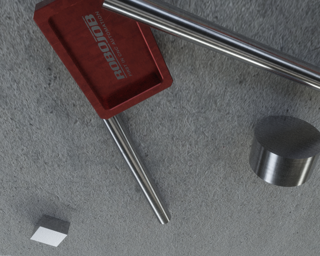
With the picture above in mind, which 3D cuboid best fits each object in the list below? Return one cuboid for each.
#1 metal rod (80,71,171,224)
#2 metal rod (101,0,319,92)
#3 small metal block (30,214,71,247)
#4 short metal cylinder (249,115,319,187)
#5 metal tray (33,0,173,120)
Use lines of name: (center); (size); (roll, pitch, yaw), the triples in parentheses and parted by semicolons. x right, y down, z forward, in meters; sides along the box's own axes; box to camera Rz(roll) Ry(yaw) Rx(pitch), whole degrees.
metal rod: (-0.037, 0.048, 0.447); (0.025, 0.025, 0.299); (-14, 129, 11)
metal rod: (0.090, -0.079, 0.318); (0.302, 0.025, 0.025); (14, 129, -21)
small metal block: (-0.200, 0.188, 0.565); (0.050, 0.025, 0.050); (27, 125, -22)
short metal cylinder: (0.159, 0.028, 0.397); (0.080, 0.080, 0.050); (-2, 130, 1)
metal tray: (-0.052, -0.081, 0.316); (0.090, 0.030, 0.130); (-28, 127, -1)
